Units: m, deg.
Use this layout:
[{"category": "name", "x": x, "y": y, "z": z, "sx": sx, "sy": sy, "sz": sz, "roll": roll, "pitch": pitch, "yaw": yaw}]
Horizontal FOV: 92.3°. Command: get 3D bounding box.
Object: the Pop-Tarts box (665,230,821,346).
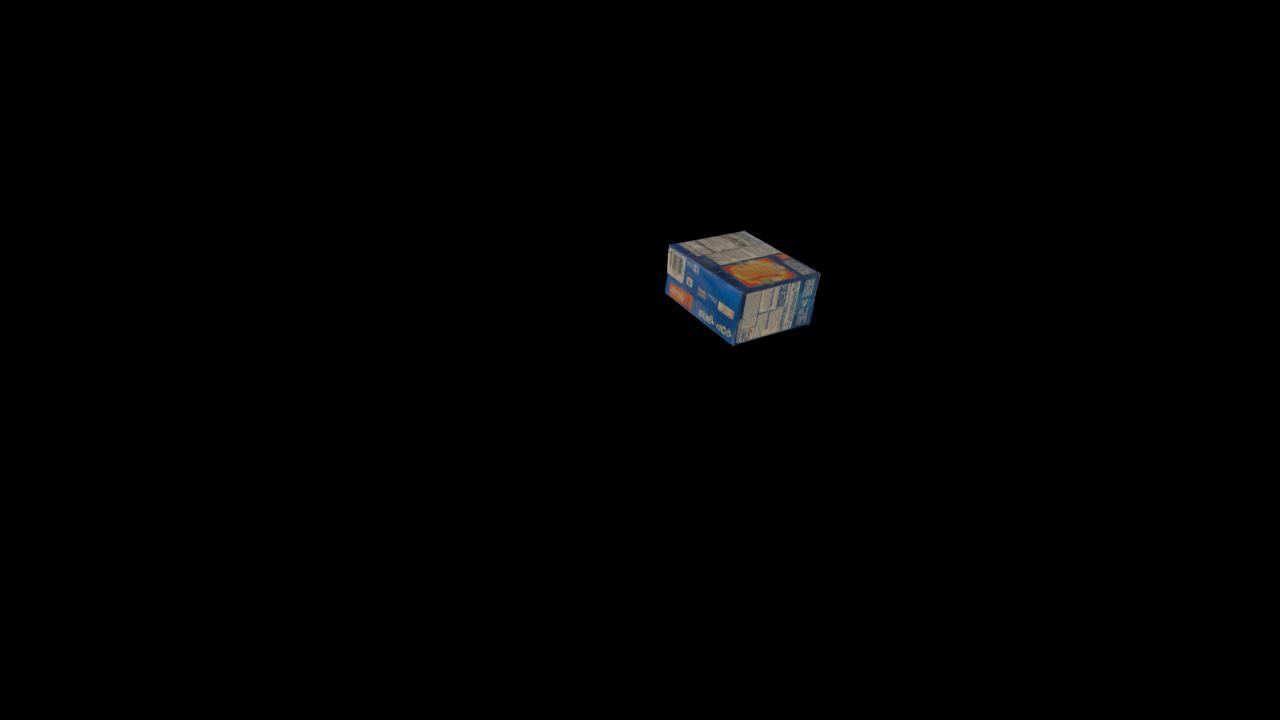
[{"category": "Pop-Tarts box", "x": 0.140, "y": -0.107, "z": 0.869, "sx": 0.141, "sy": 0.083, "sz": 0.167, "roll": -16, "pitch": 39, "yaw": -28}]
